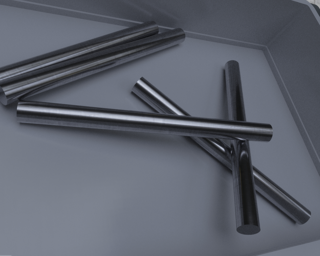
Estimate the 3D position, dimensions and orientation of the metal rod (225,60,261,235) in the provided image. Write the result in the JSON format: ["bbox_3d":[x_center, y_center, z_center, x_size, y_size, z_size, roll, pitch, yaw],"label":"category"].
[{"bbox_3d":[0.110,0.001,0.437,0.025,0.025,0.300,22,45,-15],"label":"metal rod"}]

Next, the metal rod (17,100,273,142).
[{"bbox_3d":[-0.006,-0.006,0.370,0.302,0.025,0.025,5,59,-13],"label":"metal rod"}]

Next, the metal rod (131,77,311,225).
[{"bbox_3d":[0.086,0.033,0.431,0.300,0.025,0.025,38,51,-2],"label":"metal rod"}]

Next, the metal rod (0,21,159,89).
[{"bbox_3d":[-0.112,-0.095,0.403,0.302,0.025,0.025,-32,80,-38],"label":"metal rod"}]

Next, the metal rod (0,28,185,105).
[{"bbox_3d":[-0.067,-0.095,0.420,0.302,0.025,0.025,-31,79,-40],"label":"metal rod"}]
